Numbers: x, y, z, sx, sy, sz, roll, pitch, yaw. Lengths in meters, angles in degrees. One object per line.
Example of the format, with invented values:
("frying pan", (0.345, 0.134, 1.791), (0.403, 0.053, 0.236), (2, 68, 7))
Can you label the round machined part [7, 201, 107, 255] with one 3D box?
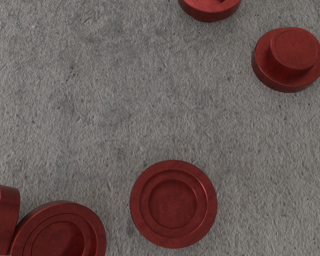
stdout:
("round machined part", (-0.112, 0.128, 0.335), (0.099, 0.042, 0.097), (3, 85, -34))

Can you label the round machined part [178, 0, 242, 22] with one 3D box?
("round machined part", (0.075, -0.202, 0.473), (0.099, 0.042, 0.098), (0, 70, 0))

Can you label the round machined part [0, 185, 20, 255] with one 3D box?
("round machined part", (-0.189, 0.107, 0.327), (0.042, 0.098, 0.098), (24, 66, -33))

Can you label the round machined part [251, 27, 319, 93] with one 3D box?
("round machined part", (0.184, -0.102, 0.438), (0.099, 0.042, 0.098), (0, 70, 0))

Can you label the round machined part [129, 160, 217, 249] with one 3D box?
("round machined part", (0.015, 0.090, 0.366), (0.099, 0.042, 0.098), (0, 70, 0))
